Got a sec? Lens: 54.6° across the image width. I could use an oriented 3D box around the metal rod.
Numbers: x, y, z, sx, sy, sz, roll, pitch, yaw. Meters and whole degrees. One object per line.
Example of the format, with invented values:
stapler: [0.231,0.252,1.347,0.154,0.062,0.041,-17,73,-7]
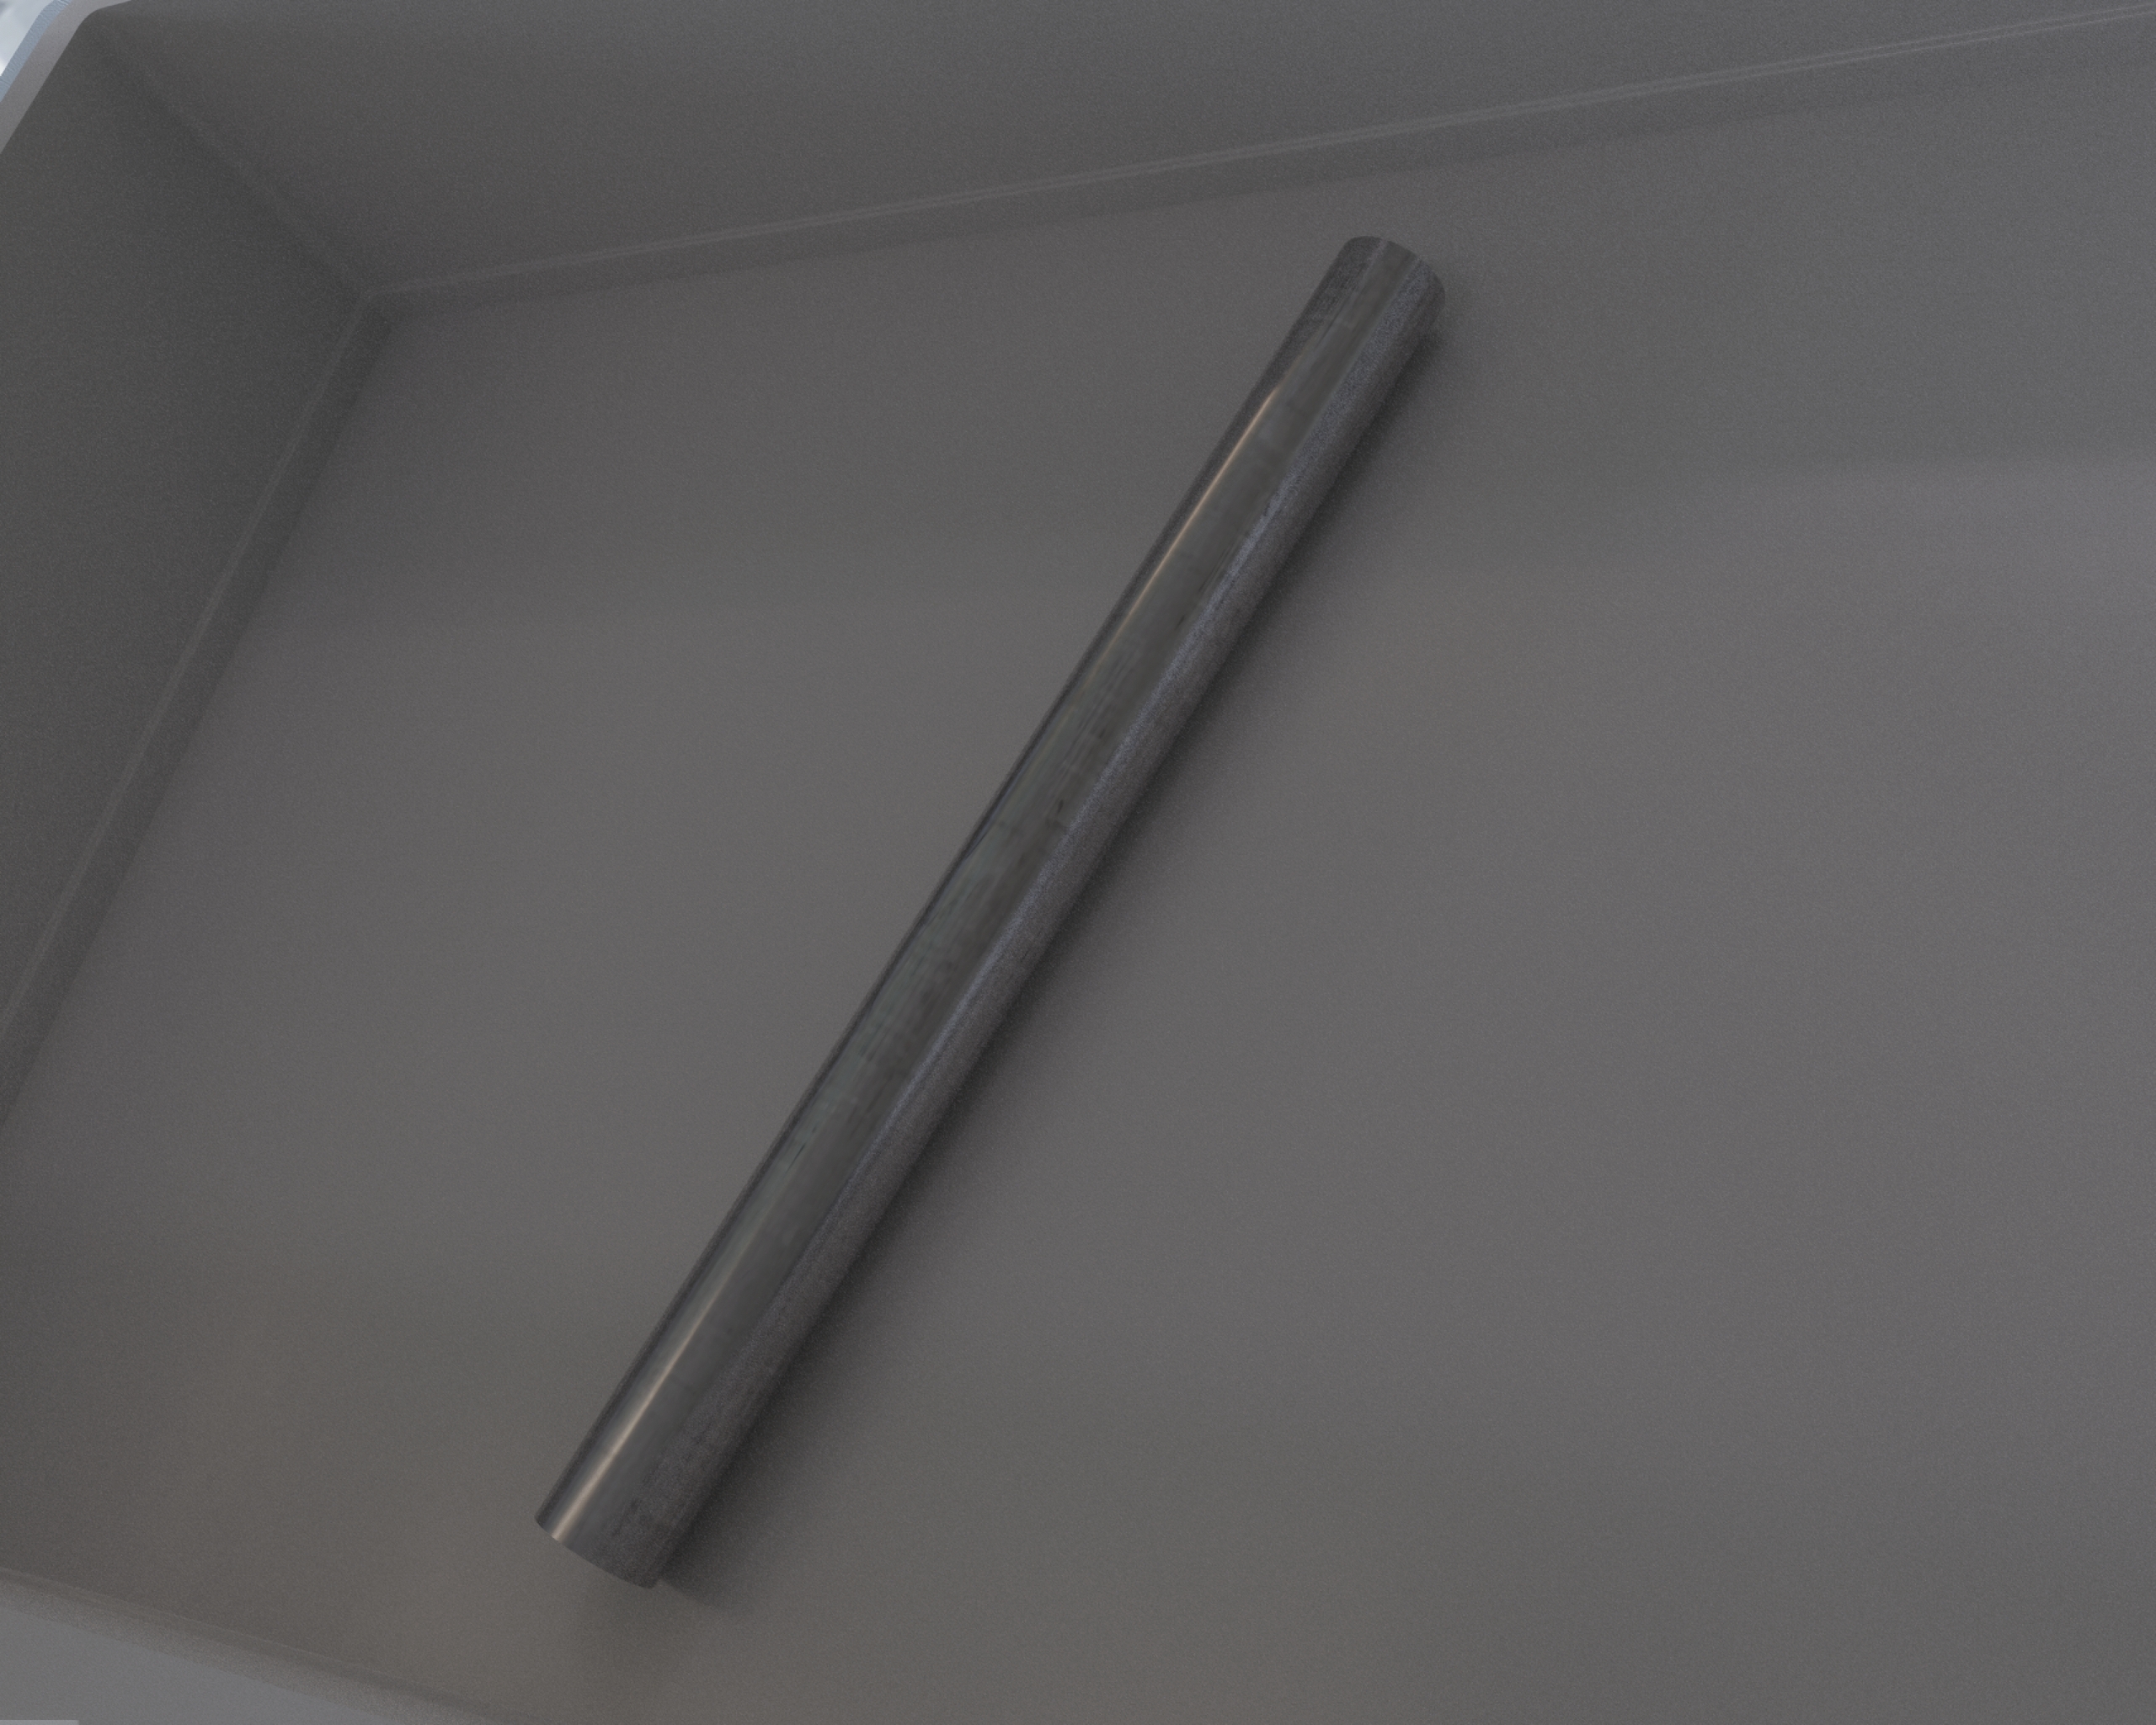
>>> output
metal rod: [-0.010,-0.001,0.409,0.025,0.025,0.300,22,73,36]
